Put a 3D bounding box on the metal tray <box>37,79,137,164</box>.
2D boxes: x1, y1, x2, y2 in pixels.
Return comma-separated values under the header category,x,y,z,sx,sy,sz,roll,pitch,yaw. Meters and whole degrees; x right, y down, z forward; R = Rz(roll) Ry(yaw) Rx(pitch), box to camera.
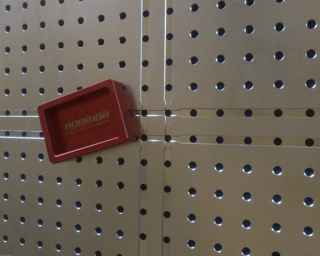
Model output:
category,x,y,z,sx,sy,sz,roll,pitch,yaw
metal tray,-0.107,-0.007,0.446,0.130,0.030,0.090,-17,85,18
